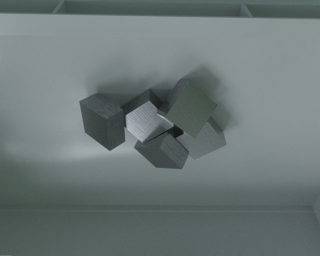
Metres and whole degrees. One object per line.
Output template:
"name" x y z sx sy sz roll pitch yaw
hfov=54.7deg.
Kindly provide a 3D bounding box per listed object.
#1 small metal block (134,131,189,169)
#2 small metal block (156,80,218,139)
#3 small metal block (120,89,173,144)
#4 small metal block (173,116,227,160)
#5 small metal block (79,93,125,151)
"small metal block" 0.002 0.031 0.418 0.050 0.025 0.050 -4 139 46
"small metal block" 0.033 -0.023 0.373 0.050 0.025 0.050 36 86 -27
"small metal block" -0.017 -0.014 0.395 0.050 0.025 0.050 -30 124 23
"small metal block" 0.053 0.010 0.416 0.050 0.025 0.050 -29 125 22
"small metal block" -0.070 -0.008 0.381 0.050 0.025 0.050 31 138 31
